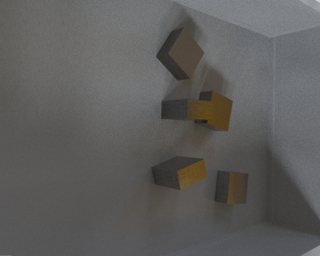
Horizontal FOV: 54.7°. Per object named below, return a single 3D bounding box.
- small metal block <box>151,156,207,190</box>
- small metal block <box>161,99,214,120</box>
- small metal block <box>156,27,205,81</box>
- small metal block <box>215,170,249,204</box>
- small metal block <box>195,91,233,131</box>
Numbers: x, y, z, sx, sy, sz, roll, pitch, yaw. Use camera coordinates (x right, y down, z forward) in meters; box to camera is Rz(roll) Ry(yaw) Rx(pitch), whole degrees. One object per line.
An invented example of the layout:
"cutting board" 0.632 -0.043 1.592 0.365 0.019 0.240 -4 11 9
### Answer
"small metal block" 0.026 0.059 0.414 0.050 0.050 0.025 -18 102 -39
"small metal block" 0.037 -0.024 0.424 0.050 0.050 0.025 2 89 -40
"small metal block" 0.029 -0.103 0.433 0.050 0.025 0.050 43 64 -32
"small metal block" 0.118 0.097 0.509 0.050 0.025 0.050 11 83 -40
"small metal block" 0.084 -0.025 0.480 0.050 0.025 0.050 19 78 -39
